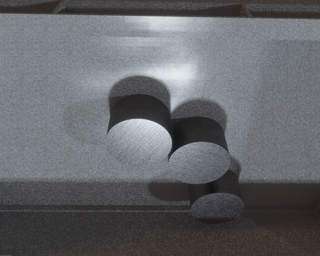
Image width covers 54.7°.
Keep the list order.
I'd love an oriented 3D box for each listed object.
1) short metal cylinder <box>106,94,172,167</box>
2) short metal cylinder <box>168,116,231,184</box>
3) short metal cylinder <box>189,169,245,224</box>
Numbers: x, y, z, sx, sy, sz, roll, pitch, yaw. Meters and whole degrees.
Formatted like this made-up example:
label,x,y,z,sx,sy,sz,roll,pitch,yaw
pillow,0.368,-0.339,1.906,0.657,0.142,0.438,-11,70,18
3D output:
label,x,y,z,sx,sy,sz,roll,pitch,yaw
short metal cylinder,-0.026,0.004,0.396,0.081,0.050,0.079,0,130,0
short metal cylinder,0.051,0.031,0.420,0.081,0.050,0.079,0,130,0
short metal cylinder,0.086,0.106,0.484,0.081,0.050,0.079,0,130,0
